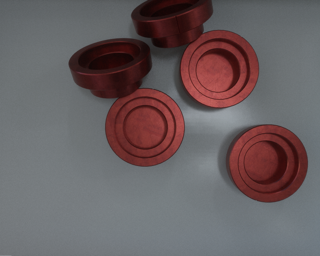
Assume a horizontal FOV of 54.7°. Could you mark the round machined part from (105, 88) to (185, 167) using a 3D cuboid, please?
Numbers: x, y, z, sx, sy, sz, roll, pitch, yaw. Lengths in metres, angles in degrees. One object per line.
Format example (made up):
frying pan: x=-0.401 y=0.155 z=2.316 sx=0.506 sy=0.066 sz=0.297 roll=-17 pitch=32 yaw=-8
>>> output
round machined part: x=-0.019 y=-0.001 z=0.403 sx=0.099 sy=0.042 sz=0.097 roll=0 pitch=90 yaw=-1

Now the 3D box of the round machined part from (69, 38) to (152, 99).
round machined part: x=-0.058 y=-0.072 z=0.384 sx=0.099 sy=0.098 sz=0.042 roll=-9 pitch=128 yaw=-1

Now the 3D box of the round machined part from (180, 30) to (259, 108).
round machined part: x=0.074 y=-0.073 z=0.404 sx=0.099 sy=0.042 sz=0.097 roll=0 pitch=90 yaw=-1

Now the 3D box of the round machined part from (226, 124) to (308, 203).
round machined part: x=0.135 y=0.044 z=0.405 sx=0.099 sy=0.042 sz=0.097 roll=0 pitch=90 yaw=-1

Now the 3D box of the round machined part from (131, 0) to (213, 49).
round machined part: x=0.017 y=-0.134 z=0.385 sx=0.099 sy=0.098 sz=0.042 roll=-19 pitch=127 yaw=-1
